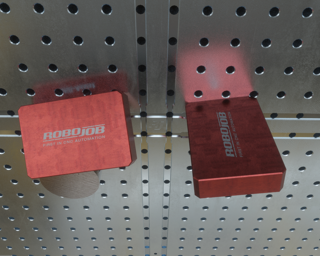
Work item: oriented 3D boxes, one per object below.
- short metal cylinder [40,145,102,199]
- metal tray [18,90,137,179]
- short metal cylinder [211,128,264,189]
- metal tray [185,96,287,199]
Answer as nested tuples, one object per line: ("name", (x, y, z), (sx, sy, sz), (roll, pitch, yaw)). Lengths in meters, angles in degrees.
("short metal cylinder", (-0.123, 0.056, 0.442), (0.081, 0.050, 0.079), (0, 130, 0))
("metal tray", (-0.100, 0.009, 0.381), (0.131, 0.030, 0.089), (-8, 90, 6))
("short metal cylinder", (0.100, 0.038, 0.409), (0.080, 0.080, 0.050), (-18, 128, 14))
("metal tray", (0.079, 0.016, 0.357), (0.090, 0.130, 0.030), (-6, 130, 5))
